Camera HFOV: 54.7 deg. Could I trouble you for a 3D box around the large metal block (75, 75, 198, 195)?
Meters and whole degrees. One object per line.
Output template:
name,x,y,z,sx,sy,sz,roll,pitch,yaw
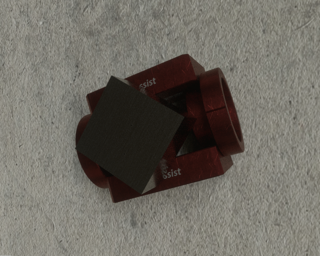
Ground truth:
large metal block,-0.022,0.005,0.306,0.080,0.050,0.080,31,100,17

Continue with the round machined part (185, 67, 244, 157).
round machined part,0.060,-0.015,0.349,0.042,0.098,0.097,-16,85,19

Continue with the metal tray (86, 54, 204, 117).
metal tray,-0.011,-0.044,0.380,0.130,0.090,0.030,-19,84,18

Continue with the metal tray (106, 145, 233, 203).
metal tray,0.015,0.051,0.368,0.130,0.090,0.030,-18,84,18

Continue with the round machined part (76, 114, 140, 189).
round machined part,-0.059,0.024,0.391,0.042,0.098,0.097,-16,85,19
